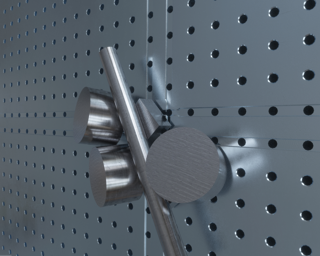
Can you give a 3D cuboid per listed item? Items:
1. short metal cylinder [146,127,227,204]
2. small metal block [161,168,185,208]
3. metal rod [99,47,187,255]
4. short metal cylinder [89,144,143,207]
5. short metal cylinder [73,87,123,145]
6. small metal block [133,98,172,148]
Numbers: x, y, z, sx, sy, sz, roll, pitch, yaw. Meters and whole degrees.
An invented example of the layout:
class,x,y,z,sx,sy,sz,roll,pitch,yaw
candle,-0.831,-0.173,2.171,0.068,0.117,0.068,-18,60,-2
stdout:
class,x,y,z,sx,sy,sz,roll,pitch,yaw
short metal cylinder,0.031,0.044,0.346,0.080,0.050,0.080,-6,74,19
small metal block,0.009,0.072,0.397,0.050,0.025,0.050,-48,62,29
metal rod,-0.024,0.029,0.391,0.025,0.025,0.299,-32,70,35
short metal cylinder,-0.061,0.063,0.421,0.080,0.050,0.079,15,107,61
short metal cylinder,-0.088,-0.015,0.443,0.080,0.050,0.080,-25,60,56
small metal block,-0.020,-0.004,0.421,0.050,0.025,0.050,-51,61,28
